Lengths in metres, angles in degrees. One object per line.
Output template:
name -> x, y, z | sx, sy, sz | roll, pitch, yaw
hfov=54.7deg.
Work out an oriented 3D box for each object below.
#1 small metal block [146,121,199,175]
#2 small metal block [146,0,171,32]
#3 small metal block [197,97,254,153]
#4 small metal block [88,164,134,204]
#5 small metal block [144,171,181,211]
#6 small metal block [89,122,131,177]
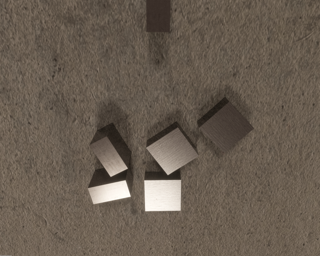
small metal block -> 0.017, 0.027, 0.420 | 0.050, 0.025, 0.050 | -34, 107, 11
small metal block -> -0.002, -0.135, 0.347 | 0.025, 0.050, 0.050 | 0, 110, -1
small metal block -> 0.086, -0.004, 0.410 | 0.050, 0.025, 0.050 | -42, 105, 13
small metal block -> -0.066, 0.075, 0.423 | 0.050, 0.050, 0.025 | -12, 110, 4
small metal block -> 0.004, 0.090, 0.443 | 0.050, 0.025, 0.050 | -1, 110, 0
small metal block -> -0.063, 0.027, 0.406 | 0.025, 0.050, 0.050 | -27, 108, 9
